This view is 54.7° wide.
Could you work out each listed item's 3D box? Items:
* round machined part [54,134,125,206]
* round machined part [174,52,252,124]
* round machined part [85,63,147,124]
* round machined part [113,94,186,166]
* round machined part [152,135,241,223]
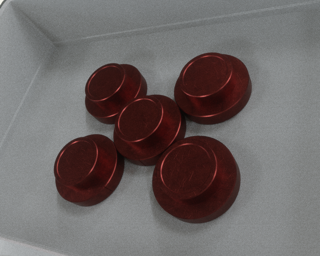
[{"bbox_3d":[-0.100,0.051,0.413,0.098,0.042,0.098,-13,56,20],"label":"round machined part"},{"bbox_3d":[0.063,-0.057,0.394,0.098,0.042,0.098,-13,56,20],"label":"round machined part"},{"bbox_3d":[-0.072,-0.058,0.465,0.098,0.042,0.098,-13,56,20],"label":"round machined part"},{"bbox_3d":[-0.019,-0.003,0.403,0.098,0.042,0.098,-13,56,20],"label":"round machined part"},{"bbox_3d":[0.035,0.051,0.342,0.098,0.042,0.098,-13,56,20],"label":"round machined part"}]
